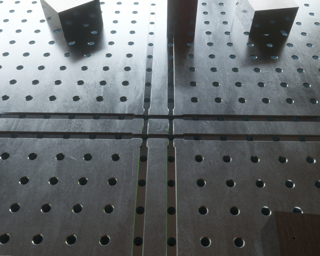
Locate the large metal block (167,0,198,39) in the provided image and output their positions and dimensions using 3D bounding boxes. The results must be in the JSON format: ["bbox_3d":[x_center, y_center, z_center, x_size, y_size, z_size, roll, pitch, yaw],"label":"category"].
[{"bbox_3d":[0.039,-0.219,0.556,0.050,0.080,0.080,3,50,2],"label":"large metal block"}]

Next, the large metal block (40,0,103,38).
[{"bbox_3d":[-0.165,-0.221,0.577,0.080,0.050,0.080,-31,57,-23],"label":"large metal block"}]

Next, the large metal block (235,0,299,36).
[{"bbox_3d":[0.195,-0.219,0.577,0.080,0.050,0.080,-7,50,-6],"label":"large metal block"}]

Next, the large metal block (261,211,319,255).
[{"bbox_3d":[0.144,0.128,0.285,0.080,0.050,0.080,4,50,3],"label":"large metal block"}]
